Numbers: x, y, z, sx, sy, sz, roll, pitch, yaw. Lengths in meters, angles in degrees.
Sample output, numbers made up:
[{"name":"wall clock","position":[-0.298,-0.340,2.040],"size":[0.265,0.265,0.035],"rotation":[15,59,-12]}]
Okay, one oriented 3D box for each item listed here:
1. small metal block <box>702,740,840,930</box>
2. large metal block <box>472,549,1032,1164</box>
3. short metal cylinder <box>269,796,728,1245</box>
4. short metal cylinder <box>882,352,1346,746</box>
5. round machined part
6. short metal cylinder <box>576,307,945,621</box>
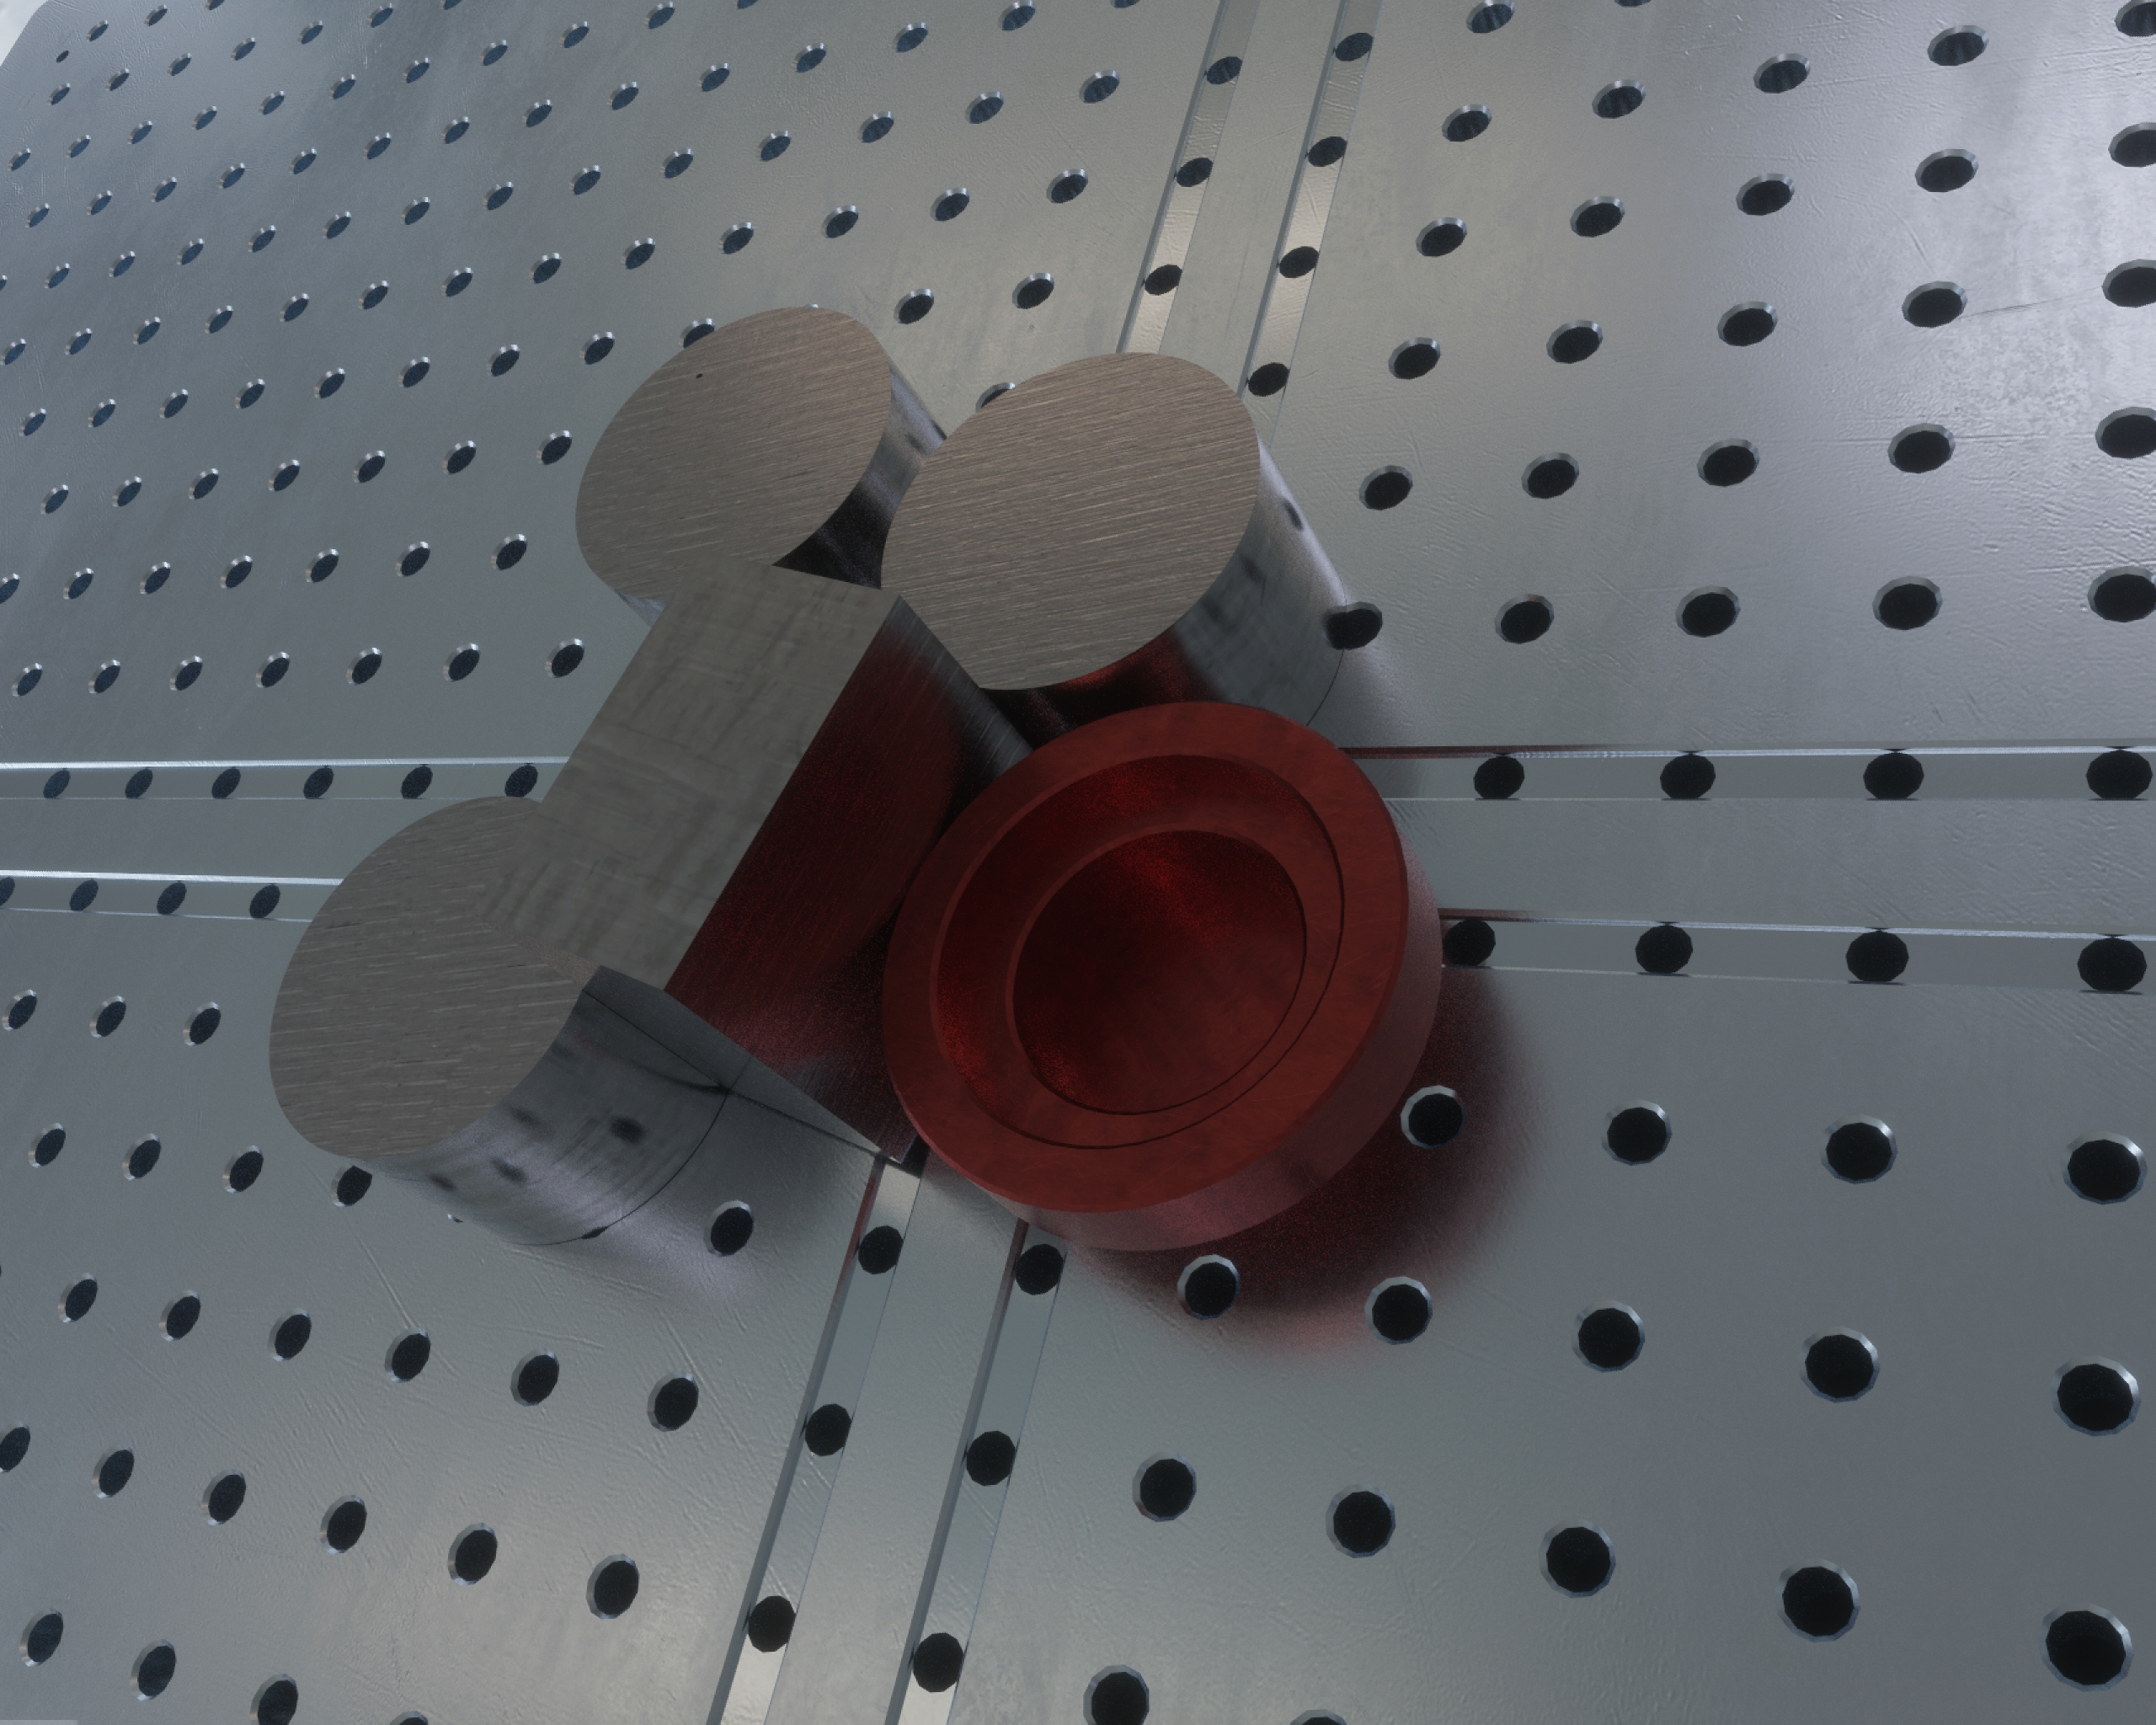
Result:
[{"name":"small metal block","position":[-0.073,-0.013,0.454],"size":[0.050,0.025,0.050],"rotation":[16,70,34]},{"name":"large metal block","position":[-0.052,0.000,0.397],"size":[0.050,0.080,0.080],"rotation":[17,71,35]},{"name":"short metal cylinder","position":[-0.118,0.033,0.434],"size":[0.080,0.050,0.080],"rotation":[-13,56,21]},{"name":"short metal cylinder","position":[0.008,-0.055,0.422],"size":[0.080,0.050,0.080],"rotation":[-13,56,21]},{"name":"round machined part","position":[0.018,0.023,0.374],"size":[0.098,0.042,0.098],"rotation":[-13,56,21]},{"name":"short metal cylinder","position":[-0.066,-0.079,0.475],"size":[0.080,0.050,0.080],"rotation":[-13,56,21]}]
